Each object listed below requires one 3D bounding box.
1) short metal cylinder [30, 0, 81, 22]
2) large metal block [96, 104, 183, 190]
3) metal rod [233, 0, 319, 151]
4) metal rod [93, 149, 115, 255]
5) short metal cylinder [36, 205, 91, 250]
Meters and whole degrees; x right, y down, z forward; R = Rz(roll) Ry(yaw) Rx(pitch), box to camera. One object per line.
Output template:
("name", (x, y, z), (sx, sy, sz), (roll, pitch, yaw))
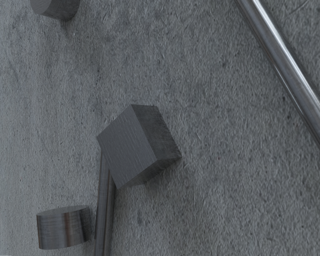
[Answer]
("short metal cylinder", (-0.183, -0.232, 0.539), (0.080, 0.050, 0.080), (0, 90, 40))
("large metal block", (-0.030, 0.025, 0.413), (0.080, 0.050, 0.080), (-40, 66, 33))
("metal rod", (0.122, -0.066, 0.304), (0.025, 0.025, 0.299), (-35, 69, 34))
("metal rod", (-0.087, 0.154, 0.476), (0.025, 0.025, 0.298), (8, 95, 39))
("short metal cylinder", (-0.153, 0.157, 0.496), (0.080, 0.081, 0.050), (-12, 83, 39))
